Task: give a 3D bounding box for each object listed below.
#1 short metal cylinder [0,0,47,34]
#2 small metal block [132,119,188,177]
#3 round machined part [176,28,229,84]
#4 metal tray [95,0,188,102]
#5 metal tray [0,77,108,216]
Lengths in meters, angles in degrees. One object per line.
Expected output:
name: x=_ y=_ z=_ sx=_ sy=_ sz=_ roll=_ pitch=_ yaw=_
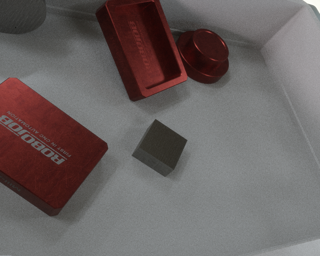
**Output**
short metal cylinder: x=-0.181 y=-0.160 z=0.371 sx=0.081 sy=0.080 sz=0.050 roll=0 pitch=62 yaw=-29
small metal block: x=0.000 y=0.025 z=0.392 sx=0.050 sy=0.025 sz=0.050 roll=34 pitch=51 yaw=-7
round machined part: x=0.074 y=-0.125 z=0.513 sx=0.099 sy=0.042 sz=0.098 roll=14 pitch=56 yaw=-21
metal tray: x=-0.022 y=-0.112 z=0.428 sx=0.091 sy=0.030 sz=0.129 roll=-28 pitch=101 yaw=-37
metal tray: x=-0.132 y=0.017 z=0.321 sx=0.130 sy=0.030 sz=0.090 roll=37 pitch=51 yaw=-4
